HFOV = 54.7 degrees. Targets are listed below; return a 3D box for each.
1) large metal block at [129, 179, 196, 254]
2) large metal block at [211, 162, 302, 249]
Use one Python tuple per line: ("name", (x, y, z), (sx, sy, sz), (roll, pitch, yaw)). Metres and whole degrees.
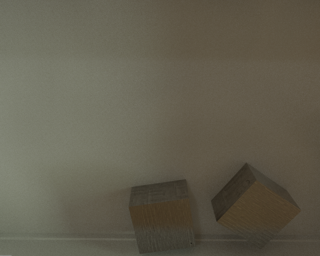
("large metal block", (0.005, 0.126, 0.444), (0.080, 0.050, 0.079), (-9, 110, 3))
("large metal block", (0.133, 0.110, 0.440), (0.080, 0.050, 0.080), (34, 106, -12))
